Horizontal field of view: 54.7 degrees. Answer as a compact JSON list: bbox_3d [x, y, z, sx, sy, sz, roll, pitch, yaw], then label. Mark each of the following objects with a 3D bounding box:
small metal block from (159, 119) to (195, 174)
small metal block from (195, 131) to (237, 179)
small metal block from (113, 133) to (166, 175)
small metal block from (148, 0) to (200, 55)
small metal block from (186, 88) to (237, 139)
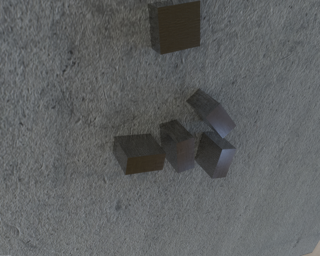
[{"bbox_3d":[0.023,0.024,0.418,0.025,0.050,0.050,-17,126,-19],"label":"small metal block"},{"bbox_3d":[0.081,0.039,0.459,0.025,0.050,0.050,-1,119,-28],"label":"small metal block"},{"bbox_3d":[-0.027,0.032,0.395,0.050,0.050,0.025,-4,120,-26],"label":"small metal block"},{"bbox_3d":[0.017,-0.114,0.345,0.050,0.025,0.050,-17,125,-19],"label":"small metal block"},{"bbox_3d":[0.068,-0.020,0.416,0.025,0.050,0.050,-44,129,2],"label":"small metal block"}]
